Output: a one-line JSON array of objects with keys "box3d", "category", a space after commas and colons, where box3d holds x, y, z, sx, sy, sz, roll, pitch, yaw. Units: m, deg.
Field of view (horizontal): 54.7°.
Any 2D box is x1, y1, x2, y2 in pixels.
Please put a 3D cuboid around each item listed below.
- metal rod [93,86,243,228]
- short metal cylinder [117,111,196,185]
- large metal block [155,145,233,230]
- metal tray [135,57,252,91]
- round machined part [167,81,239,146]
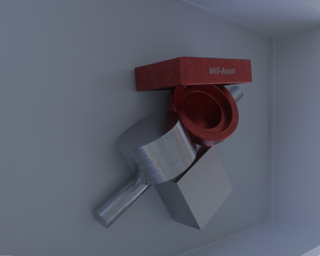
[{"box3d": [0.030, 0.022, 0.432, 0.302, 0.025, 0.025, -40, 115, -33], "category": "metal rod"}, {"box3d": [-0.004, 0.022, 0.368, 0.080, 0.080, 0.050, -41, 115, -33], "category": "short metal cylinder"}, {"box3d": [0.046, 0.078, 0.428, 0.080, 0.050, 0.080, -40, 115, -33], "category": "large metal block"}, {"box3d": [0.045, -0.068, 0.400, 0.131, 0.090, 0.030, -9, 96, -40], "category": "metal tray"}, {"box3d": [0.054, -0.020, 0.423, 0.099, 0.042, 0.098, 10, 62, -20], "category": "round machined part"}]
